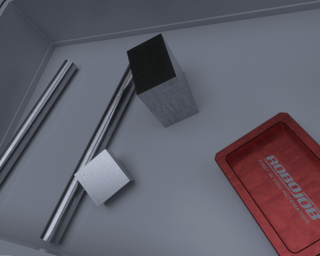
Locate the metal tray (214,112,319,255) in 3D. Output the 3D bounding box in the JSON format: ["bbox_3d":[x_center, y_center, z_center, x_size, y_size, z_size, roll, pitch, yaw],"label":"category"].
[{"bbox_3d":[0.125,0.056,0.302,0.090,0.030,0.130,-34,52,5],"label":"metal tray"}]

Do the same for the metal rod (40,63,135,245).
[{"bbox_3d":[-0.083,0.013,0.439,0.025,0.025,0.300,11,67,32],"label":"metal rod"}]

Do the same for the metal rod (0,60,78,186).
[{"bbox_3d":[-0.226,0.012,0.513,0.025,0.025,0.300,16,70,34],"label":"metal rod"}]

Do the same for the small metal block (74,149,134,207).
[{"bbox_3d":[-0.069,0.062,0.389,0.050,0.025,0.050,-40,78,1],"label":"small metal block"}]

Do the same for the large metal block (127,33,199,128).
[{"bbox_3d":[0.004,-0.060,0.404,0.050,0.080,0.080,-25,53,13],"label":"large metal block"}]
